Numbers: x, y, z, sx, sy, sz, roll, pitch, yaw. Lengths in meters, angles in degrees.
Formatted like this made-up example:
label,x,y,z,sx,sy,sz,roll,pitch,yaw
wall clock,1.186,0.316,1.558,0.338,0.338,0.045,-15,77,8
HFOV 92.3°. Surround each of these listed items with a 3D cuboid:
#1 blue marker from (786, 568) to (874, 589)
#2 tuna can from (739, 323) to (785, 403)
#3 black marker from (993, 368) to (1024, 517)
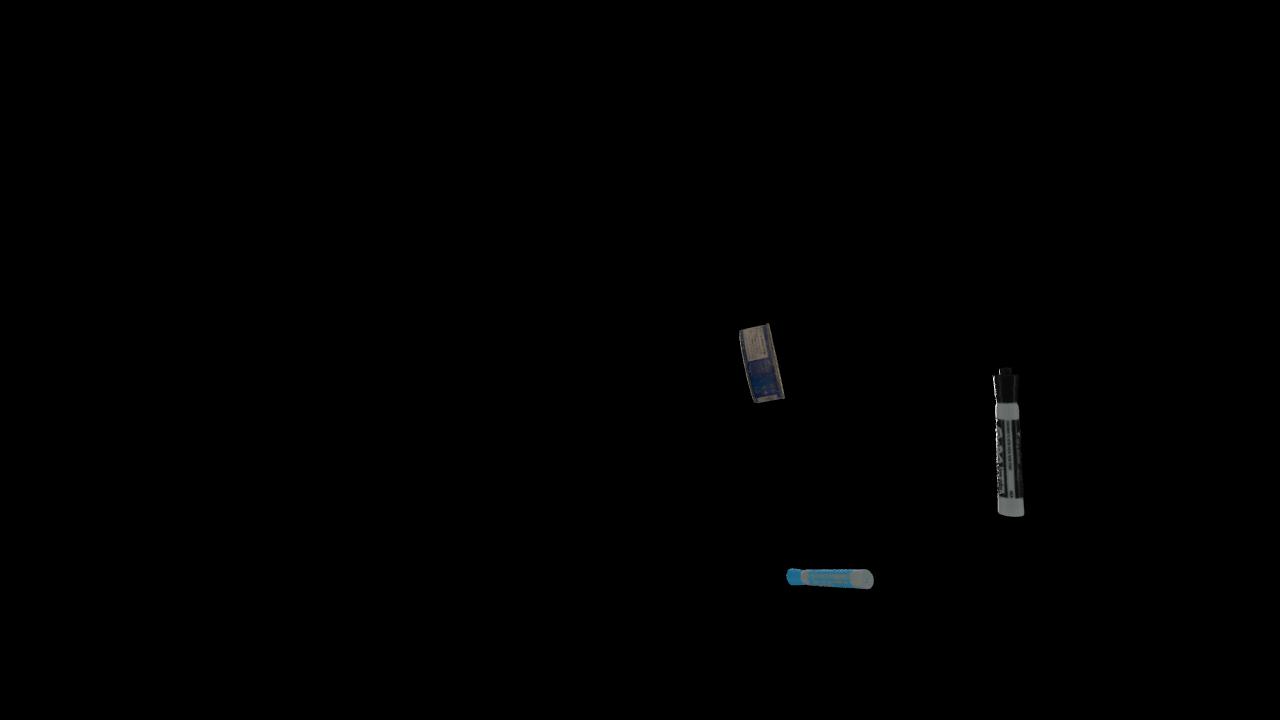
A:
label,x,y,z,sx,sy,sz,roll,pitch,yaw
blue marker,0.201,0.237,0.668,0.020,0.020,0.121,0,-16,-28
tuna can,0.132,0.004,0.668,0.034,0.084,0.084,-12,-3,13
black marker,0.303,0.067,0.506,0.020,0.121,0.020,-3,0,0
